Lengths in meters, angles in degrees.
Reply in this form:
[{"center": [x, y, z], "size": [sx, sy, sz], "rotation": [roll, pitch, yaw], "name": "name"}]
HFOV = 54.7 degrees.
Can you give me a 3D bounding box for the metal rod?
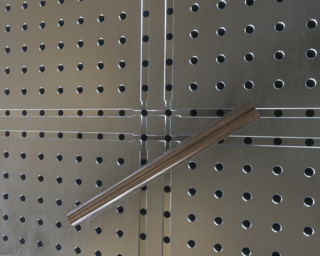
[{"center": [-0.006, 0.054, 0.413], "size": [0.300, 0.025, 0.025], "rotation": [-33, 80, 16], "name": "metal rod"}]
